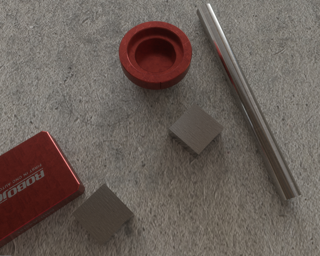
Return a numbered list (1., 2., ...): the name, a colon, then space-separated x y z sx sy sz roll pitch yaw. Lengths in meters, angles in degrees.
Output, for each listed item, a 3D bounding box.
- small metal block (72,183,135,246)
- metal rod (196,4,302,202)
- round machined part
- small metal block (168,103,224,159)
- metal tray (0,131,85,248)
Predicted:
1. small metal block: -0.066 0.103 0.370 0.050 0.025 0.050 43 75 13
2. metal rod: 0.114 -0.048 0.426 0.025 0.025 0.299 -17 71 -6
3. round machined part: -0.006 -0.097 0.434 0.099 0.042 0.098 0 70 -1
4. small metal block: 0.047 0.004 0.407 0.050 0.025 0.050 42 75 13
5. metal tray: -0.171 0.075 0.376 0.131 0.030 0.090 -33 74 -12
